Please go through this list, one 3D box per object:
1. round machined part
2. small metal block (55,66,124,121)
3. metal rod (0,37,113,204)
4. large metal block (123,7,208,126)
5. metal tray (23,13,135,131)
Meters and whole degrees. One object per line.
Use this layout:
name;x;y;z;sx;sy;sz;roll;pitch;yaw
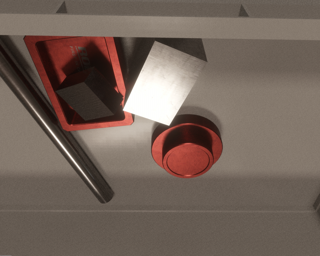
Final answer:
round machined part;0.037;0.032;0.426;0.099;0.042;0.097;-1;130;0
small metal block;-0.079;-0.037;0.348;0.050;0.025;0.050;-9;134;38
metal rod;-0.137;0.005;0.411;0.025;0.025;0.299;-15;129;12
large metal block;0.002;-0.063;0.319;0.050;0.080;0.079;19;128;-16
metal tray;-0.084;-0.057;0.355;0.091;0.030;0.129;-6;130;4
